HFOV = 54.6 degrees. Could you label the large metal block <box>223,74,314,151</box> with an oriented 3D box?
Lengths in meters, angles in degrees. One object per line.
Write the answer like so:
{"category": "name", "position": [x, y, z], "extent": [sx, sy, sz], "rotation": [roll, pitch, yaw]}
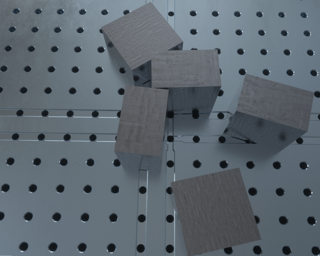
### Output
{"category": "large metal block", "position": [0.132, -0.017, 0.389], "extent": [0.080, 0.080, 0.050], "rotation": [17, 71, 6]}

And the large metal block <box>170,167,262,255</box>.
{"category": "large metal block", "position": [0.060, 0.098, 0.363], "extent": [0.080, 0.050, 0.080], "rotation": [-11, 70, -4]}

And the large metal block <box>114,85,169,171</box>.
{"category": "large metal block", "position": [-0.019, 0.004, 0.381], "extent": [0.050, 0.080, 0.080], "rotation": [6, 70, 2]}

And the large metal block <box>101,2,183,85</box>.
{"category": "large metal block", "position": [-0.024, -0.118, 0.442], "extent": [0.080, 0.050, 0.080], "rotation": [-32, 73, -11]}

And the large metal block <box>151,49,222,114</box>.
{"category": "large metal block", "position": [0.030, -0.057, 0.404], "extent": [0.080, 0.080, 0.050], "rotation": [-2, 70, -1]}
